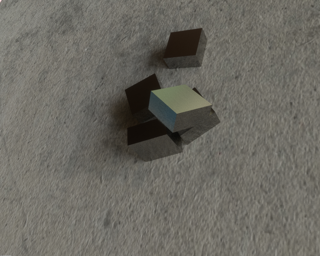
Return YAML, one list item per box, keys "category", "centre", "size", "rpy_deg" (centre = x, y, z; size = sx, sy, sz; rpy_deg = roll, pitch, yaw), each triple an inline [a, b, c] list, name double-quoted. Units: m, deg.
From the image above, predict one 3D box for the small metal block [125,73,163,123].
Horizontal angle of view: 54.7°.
- category: "small metal block"
  centre: [-0.017, -0.042, 0.437]
  size: [0.050, 0.025, 0.050]
  rpy_deg: [-27, 52, 10]

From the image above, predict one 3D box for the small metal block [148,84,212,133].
- category: "small metal block"
  centre: [0.022, -0.024, 0.357]
  size: [0.050, 0.025, 0.050]
  rpy_deg: [-15, 43, -32]

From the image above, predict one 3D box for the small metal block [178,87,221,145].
- category: "small metal block"
  centre: [0.040, -0.015, 0.392]
  size: [0.050, 0.025, 0.050]
  rpy_deg: [-35, 51, 4]

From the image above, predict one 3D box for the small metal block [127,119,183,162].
- category: "small metal block"
  centre: [-0.006, 0.015, 0.380]
  size: [0.050, 0.050, 0.025]
  rpy_deg: [-17, 55, 18]

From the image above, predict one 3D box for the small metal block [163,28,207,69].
- category: "small metal block"
  centre: [0.038, -0.116, 0.454]
  size: [0.050, 0.025, 0.050]
  rpy_deg: [1, 62, 28]
